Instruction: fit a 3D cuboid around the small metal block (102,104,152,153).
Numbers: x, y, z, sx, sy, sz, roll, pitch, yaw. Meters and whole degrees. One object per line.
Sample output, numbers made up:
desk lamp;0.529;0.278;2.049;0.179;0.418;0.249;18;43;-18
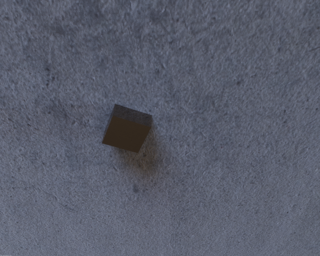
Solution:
small metal block;-0.044;0.002;0.408;0.050;0.025;0.050;17;128;-15
